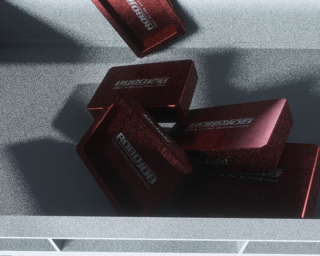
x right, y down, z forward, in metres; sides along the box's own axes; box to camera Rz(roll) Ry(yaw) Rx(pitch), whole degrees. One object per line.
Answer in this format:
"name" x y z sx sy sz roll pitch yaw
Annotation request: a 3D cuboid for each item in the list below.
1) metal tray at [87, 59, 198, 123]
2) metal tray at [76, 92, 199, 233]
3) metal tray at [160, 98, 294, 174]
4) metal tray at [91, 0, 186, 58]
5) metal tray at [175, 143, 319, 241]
"metal tray" -0.022 -0.048 0.417 0.130 0.030 0.090 0 47 23
"metal tray" -0.031 0.034 0.337 0.090 0.030 0.130 -52 57 15
"metal tray" 0.069 0.009 0.344 0.130 0.030 0.090 -5 31 39
"metal tray" -0.032 -0.178 0.466 0.090 0.130 0.030 -25 40 23
"metal tray" 0.087 0.055 0.317 0.130 0.030 0.090 0 42 38
